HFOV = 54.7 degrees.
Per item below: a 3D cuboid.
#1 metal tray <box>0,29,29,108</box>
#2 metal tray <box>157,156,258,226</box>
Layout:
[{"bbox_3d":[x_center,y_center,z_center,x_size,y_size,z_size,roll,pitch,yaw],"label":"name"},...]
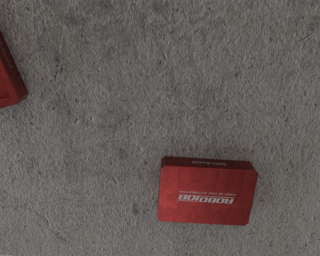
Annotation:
[{"bbox_3d":[-0.231,-0.083,0.374,0.090,0.030,0.129,-15,110,5],"label":"metal tray"},{"bbox_3d":[0.064,0.090,0.441,0.131,0.030,0.089,4,110,-2],"label":"metal tray"}]
